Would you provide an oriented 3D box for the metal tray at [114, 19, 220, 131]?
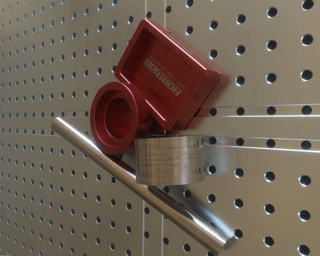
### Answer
[{"bbox_3d":[0.003,-0.069,0.401,0.130,0.030,0.089,48,118,29],"label":"metal tray"}]

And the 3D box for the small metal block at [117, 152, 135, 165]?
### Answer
[{"bbox_3d":[-0.066,0.038,0.461,0.050,0.025,0.050,35,111,34],"label":"small metal block"}]

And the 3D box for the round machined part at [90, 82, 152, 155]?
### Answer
[{"bbox_3d":[-0.050,-0.013,0.427,0.098,0.042,0.097,0,90,41],"label":"round machined part"}]

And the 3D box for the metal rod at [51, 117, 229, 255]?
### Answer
[{"bbox_3d":[-0.043,0.064,0.416,0.300,0.025,0.025,32,110,26],"label":"metal rod"}]

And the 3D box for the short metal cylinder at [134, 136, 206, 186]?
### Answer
[{"bbox_3d":[0.011,0.036,0.361,0.080,0.081,0.050,-5,87,39],"label":"short metal cylinder"}]
